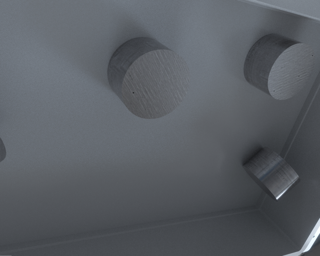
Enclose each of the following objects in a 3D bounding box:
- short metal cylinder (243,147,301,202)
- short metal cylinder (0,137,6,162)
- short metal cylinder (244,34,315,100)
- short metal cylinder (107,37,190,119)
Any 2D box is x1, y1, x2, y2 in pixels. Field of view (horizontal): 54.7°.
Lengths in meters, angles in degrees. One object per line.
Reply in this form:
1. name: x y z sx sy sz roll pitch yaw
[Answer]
1. short metal cylinder: 0.189 0.078 0.528 0.050 0.080 0.080 -42 130 0
2. short metal cylinder: -0.190 0.015 0.279 0.050 0.080 0.080 -39 130 -2
3. short metal cylinder: 0.166 -0.086 0.432 0.081 0.050 0.079 -14 125 -21
4. short metal cylinder: -0.013 -0.057 0.351 0.081 0.050 0.079 -14 125 -21
